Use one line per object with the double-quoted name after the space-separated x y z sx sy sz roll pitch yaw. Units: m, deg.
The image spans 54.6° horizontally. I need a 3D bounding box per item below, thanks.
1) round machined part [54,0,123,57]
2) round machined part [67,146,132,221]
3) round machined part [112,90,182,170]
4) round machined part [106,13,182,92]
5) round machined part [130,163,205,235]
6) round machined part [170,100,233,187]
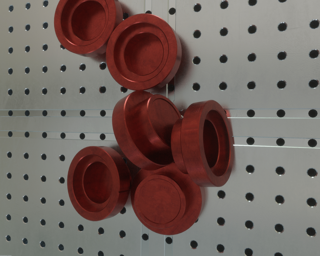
-0.096 -0.149 0.438 0.098 0.042 0.097 0 90 20 "round machined part"
-0.078 0.073 0.423 0.098 0.042 0.098 -2 86 34 "round machined part"
-0.006 -0.002 0.373 0.042 0.099 0.098 -26 81 34 "round machined part"
-0.018 -0.096 0.410 0.098 0.042 0.097 0 90 20 "round machined part"
0.006 0.091 0.402 0.098 0.042 0.097 0 90 20 "round machined part"
0.047 0.019 0.359 0.042 0.099 0.098 -8 88 33 "round machined part"
